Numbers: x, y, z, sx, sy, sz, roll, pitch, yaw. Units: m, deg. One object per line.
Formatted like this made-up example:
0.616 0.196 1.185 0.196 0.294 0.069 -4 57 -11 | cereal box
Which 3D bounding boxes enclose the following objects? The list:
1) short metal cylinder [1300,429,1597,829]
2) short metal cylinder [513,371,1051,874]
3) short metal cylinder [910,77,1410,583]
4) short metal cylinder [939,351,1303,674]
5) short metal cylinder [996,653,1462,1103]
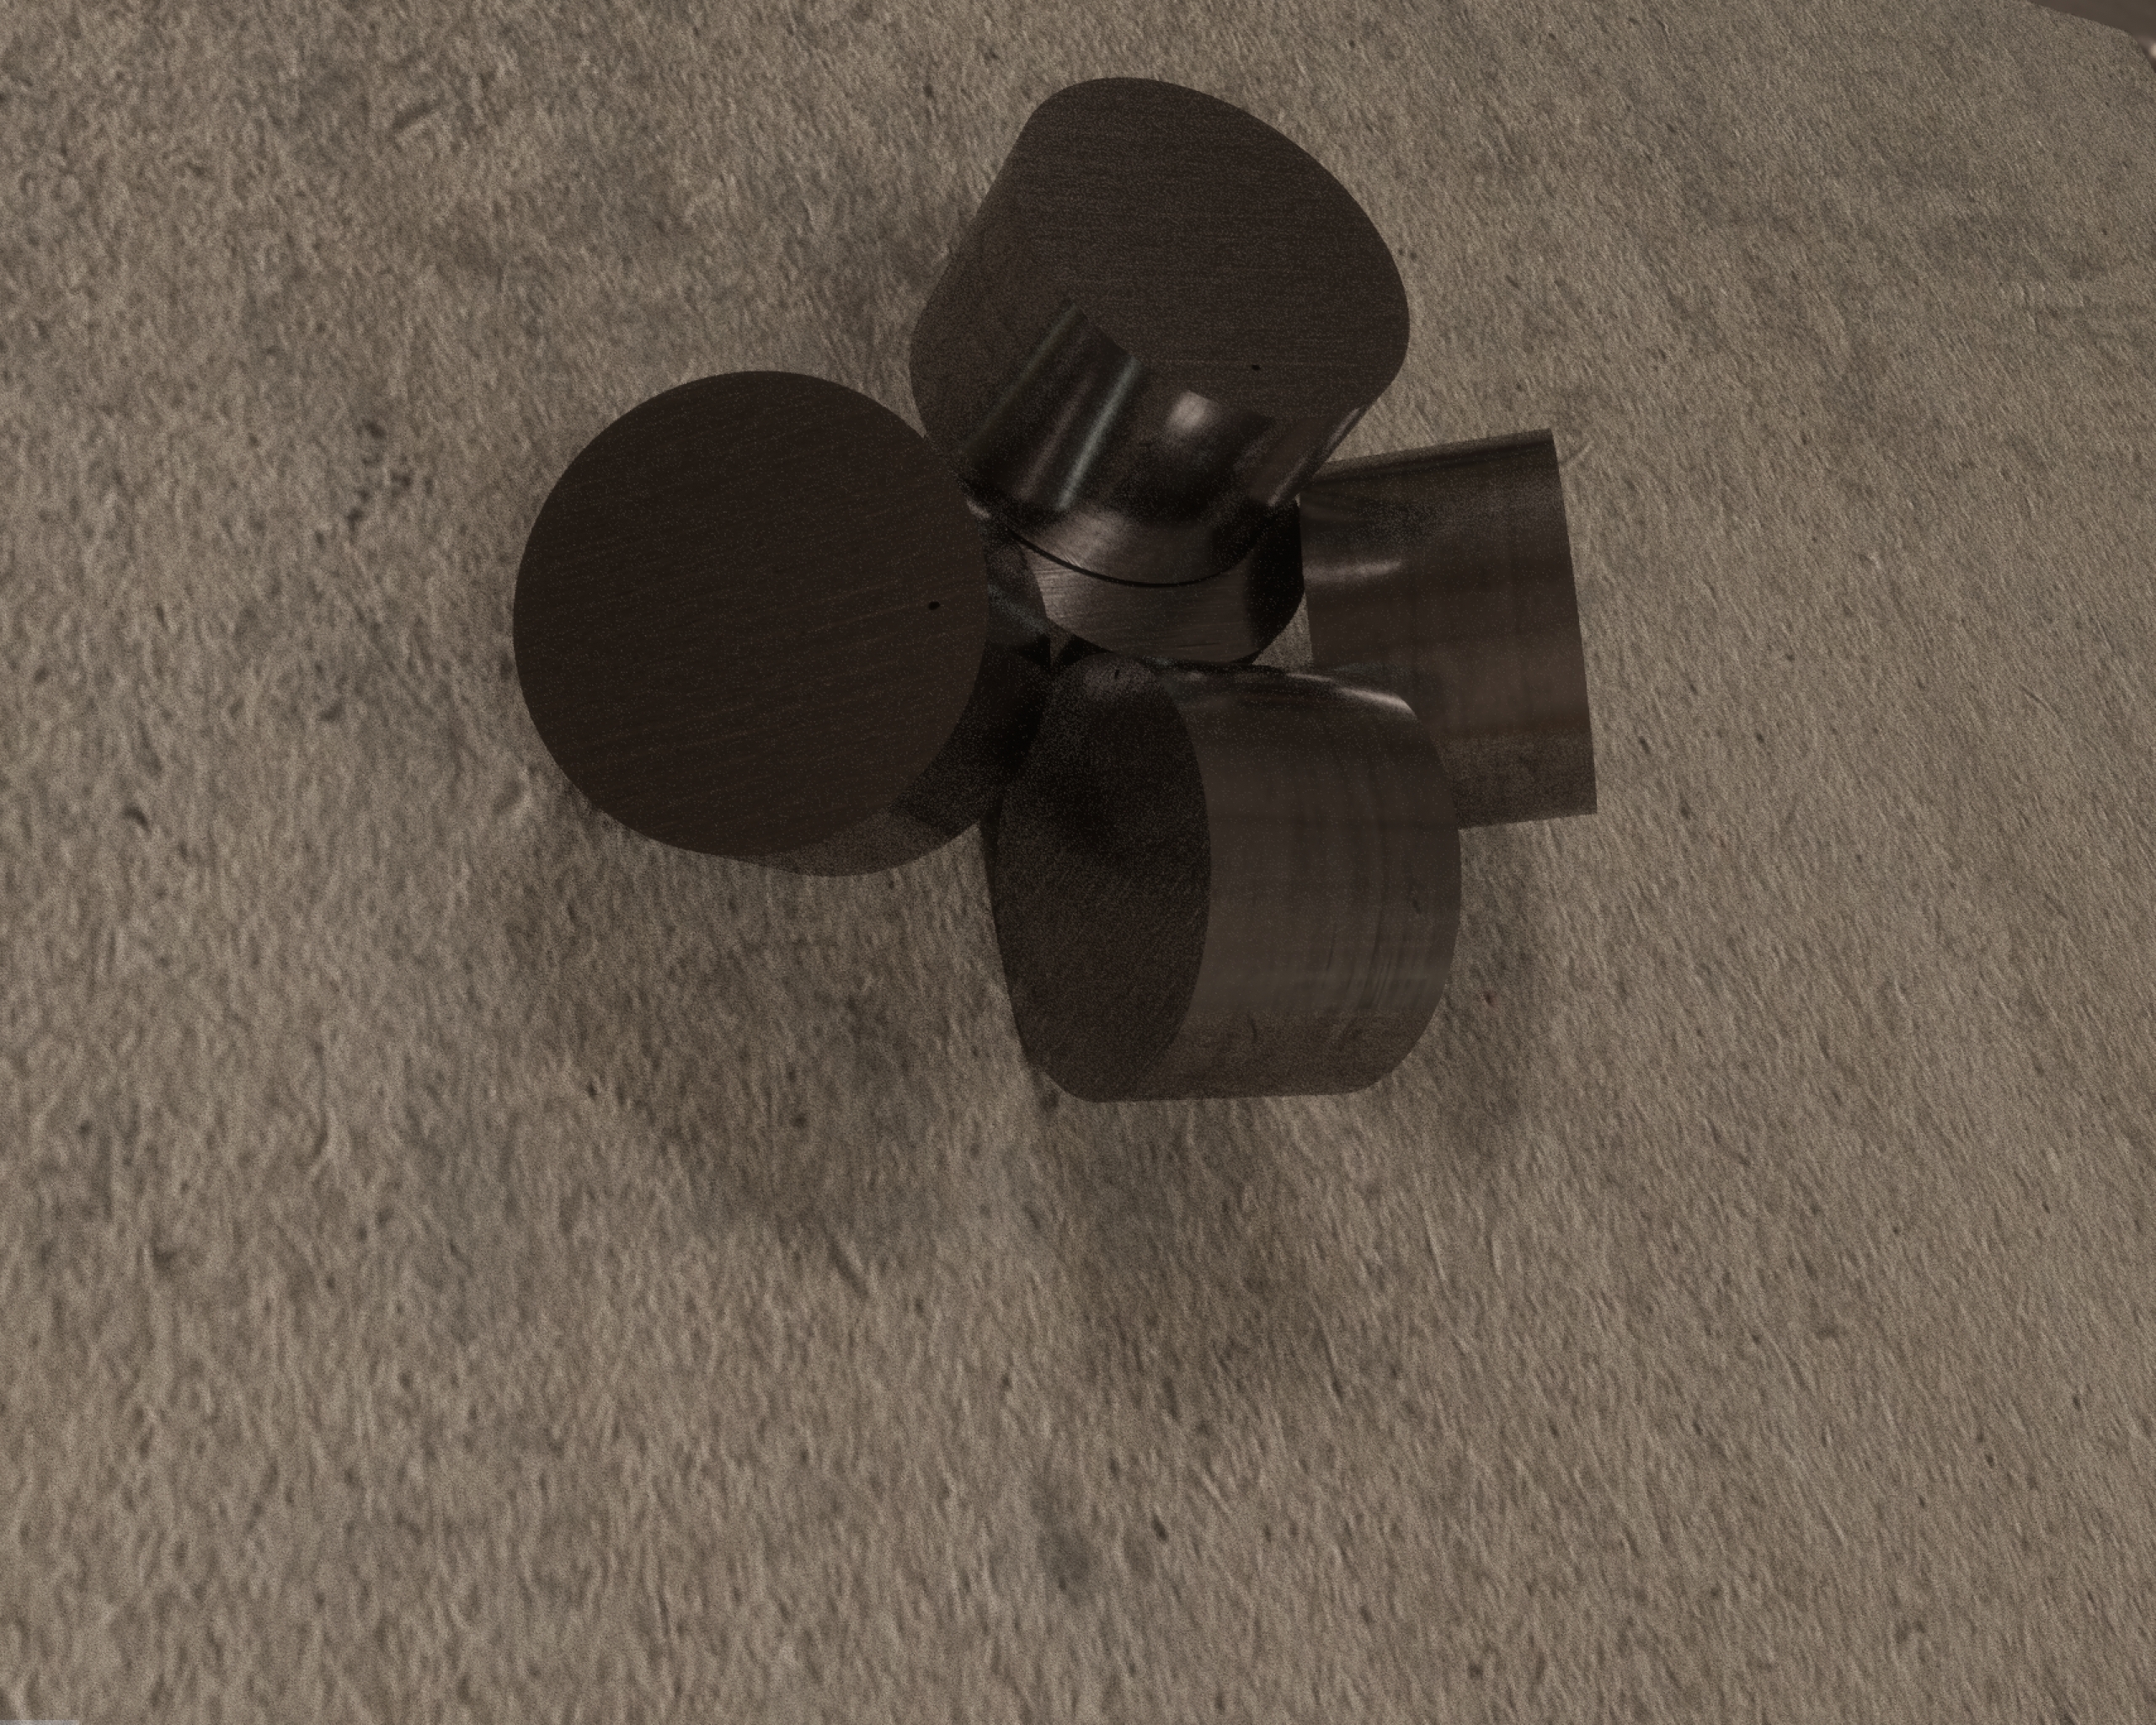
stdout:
0.078 -0.047 0.435 0.050 0.080 0.080 -7 58 12 | short metal cylinder
-0.049 -0.039 0.362 0.080 0.050 0.080 -1 85 10 | short metal cylinder
0.015 -0.100 0.395 0.081 0.050 0.080 14 56 -21 | short metal cylinder
0.000 -0.060 0.428 0.081 0.050 0.080 14 56 -21 | short metal cylinder
0.025 0.003 0.382 0.050 0.080 0.080 2 61 -28 | short metal cylinder
